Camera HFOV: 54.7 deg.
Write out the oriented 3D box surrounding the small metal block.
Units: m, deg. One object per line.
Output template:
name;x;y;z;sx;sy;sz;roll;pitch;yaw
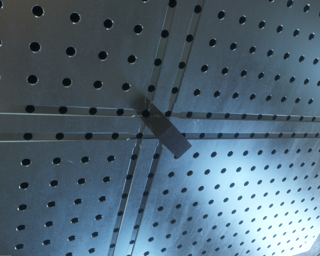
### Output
small metal block;0.009;0.006;0.405;0.025;0.050;0.050;-43;130;1
